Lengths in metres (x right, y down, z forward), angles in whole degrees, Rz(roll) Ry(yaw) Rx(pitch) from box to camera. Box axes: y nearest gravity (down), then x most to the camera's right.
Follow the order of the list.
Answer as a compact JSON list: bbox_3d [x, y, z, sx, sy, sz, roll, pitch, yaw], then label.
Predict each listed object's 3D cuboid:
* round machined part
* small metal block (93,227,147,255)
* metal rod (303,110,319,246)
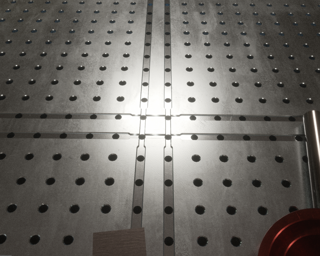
[{"bbox_3d":[0.141,0.125,0.272,0.098,0.042,0.098,-31,33,24],"label":"round machined part"},{"bbox_3d":[-0.038,0.128,0.300,0.050,0.025,0.050,-5,50,-5],"label":"small metal block"},{"bbox_3d":[0.178,0.097,0.328,0.025,0.025,0.300,10,51,7],"label":"metal rod"}]
